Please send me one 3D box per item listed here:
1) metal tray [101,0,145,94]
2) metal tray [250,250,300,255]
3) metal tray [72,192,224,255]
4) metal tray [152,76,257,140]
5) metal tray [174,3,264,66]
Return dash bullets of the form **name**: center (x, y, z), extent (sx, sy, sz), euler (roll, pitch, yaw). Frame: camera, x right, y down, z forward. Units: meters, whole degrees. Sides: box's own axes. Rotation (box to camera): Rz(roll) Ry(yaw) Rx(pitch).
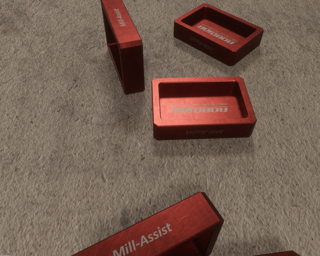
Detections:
- **metal tray**: center (-0.056, -0.126, 0.465), extent (0.030, 0.089, 0.130), euler (-14, 52, -12)
- **metal tray**: center (0.065, 0.160, 0.258), extent (0.131, 0.030, 0.090), euler (-5, 55, -7)
- **metal tray**: center (-0.013, 0.113, 0.265), extent (0.131, 0.089, 0.030), euler (-22, 54, -18)
- **metal tray**: center (0.055, -0.029, 0.424), extent (0.131, 0.030, 0.090), euler (-2, 50, -2)
- **metal tray**: center (0.100, -0.167, 0.541), extent (0.130, 0.030, 0.090), euler (36, 58, 26)
